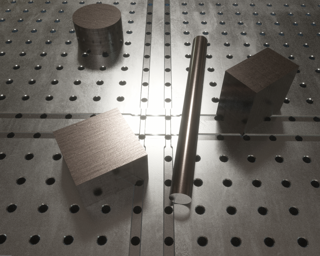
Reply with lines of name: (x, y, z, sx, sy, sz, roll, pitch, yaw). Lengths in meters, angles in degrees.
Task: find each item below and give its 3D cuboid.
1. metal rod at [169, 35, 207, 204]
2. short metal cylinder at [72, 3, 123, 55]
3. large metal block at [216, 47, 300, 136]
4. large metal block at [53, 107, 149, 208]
metal rod: (0.046, -0.035, 0.437, 0.025, 0.025, 0.300, 7, 50, 5)
short metal cylinder: (-0.105, -0.171, 0.534, 0.081, 0.050, 0.080, 0, 50, 0)
large metal block: (0.127, -0.049, 0.415, 0.081, 0.080, 0.050, -31, 57, -23)
large metal block: (-0.068, 0.032, 0.363, 0.081, 0.050, 0.080, -23, 54, -19)
